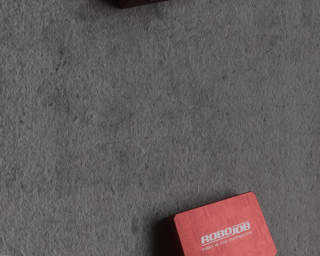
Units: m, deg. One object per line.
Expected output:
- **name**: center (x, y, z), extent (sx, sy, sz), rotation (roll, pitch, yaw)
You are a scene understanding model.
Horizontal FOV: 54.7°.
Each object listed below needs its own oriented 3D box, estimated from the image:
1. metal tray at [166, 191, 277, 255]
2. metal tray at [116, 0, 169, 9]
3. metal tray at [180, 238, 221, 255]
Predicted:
- **metal tray**: center (0.083, 0.146, 0.417), extent (0.131, 0.030, 0.090), rotation (-10, 72, -22)
- **metal tray**: center (-0.003, -0.215, 0.405), extent (0.131, 0.030, 0.090), rotation (-19, 97, -19)
- **metal tray**: center (0.047, 0.232, 0.423), extent (0.090, 0.030, 0.130), rotation (39, 77, -16)
